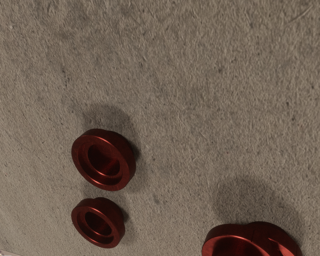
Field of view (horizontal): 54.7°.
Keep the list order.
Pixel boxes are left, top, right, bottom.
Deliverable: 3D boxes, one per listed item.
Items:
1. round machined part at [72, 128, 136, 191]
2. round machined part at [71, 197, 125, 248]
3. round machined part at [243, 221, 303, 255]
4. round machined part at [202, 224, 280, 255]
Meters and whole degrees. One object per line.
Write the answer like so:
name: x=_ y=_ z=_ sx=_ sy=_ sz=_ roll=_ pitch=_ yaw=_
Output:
round machined part: x=-0.079 y=0.043 z=0.462 sx=0.098 sy=0.042 sz=0.097 roll=13 pitch=124 yaw=20
round machined part: x=-0.104 y=0.162 z=0.549 sx=0.098 sy=0.042 sz=0.097 roll=13 pitch=124 yaw=20
round machined part: x=0.142 y=0.168 z=0.424 sx=0.098 sy=0.042 sz=0.097 roll=13 pitch=124 yaw=20
round machined part: x=0.100 y=0.174 z=0.396 sx=0.098 sy=0.042 sz=0.097 roll=13 pitch=124 yaw=20
